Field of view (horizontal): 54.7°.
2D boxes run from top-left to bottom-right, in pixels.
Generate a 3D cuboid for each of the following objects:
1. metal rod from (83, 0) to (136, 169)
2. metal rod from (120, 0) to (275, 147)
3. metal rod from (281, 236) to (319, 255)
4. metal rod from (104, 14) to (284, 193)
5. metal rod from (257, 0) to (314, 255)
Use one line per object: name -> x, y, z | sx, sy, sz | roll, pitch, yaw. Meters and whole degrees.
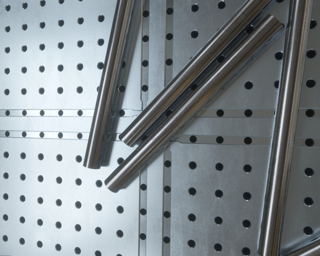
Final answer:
metal rod -> -0.066, -0.089, 0.434 | 0.025, 0.025, 0.298 | 14, 95, 19
metal rod -> 0.056, -0.086, 0.392 | 0.299, 0.025, 0.025 | -46, 76, 14
metal rod -> 0.148, 0.161, 0.360 | 0.300, 0.025, 0.025 | -36, 79, 16
metal rod -> 0.034, -0.022, 0.399 | 0.299, 0.025, 0.025 | -45, 76, 14
metal rod -> 0.145, 0.002, 0.361 | 0.025, 0.025, 0.298 | 7, 92, 19
